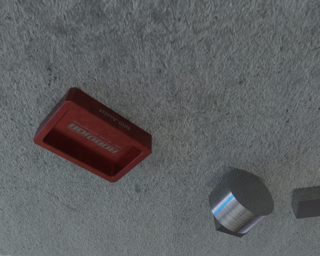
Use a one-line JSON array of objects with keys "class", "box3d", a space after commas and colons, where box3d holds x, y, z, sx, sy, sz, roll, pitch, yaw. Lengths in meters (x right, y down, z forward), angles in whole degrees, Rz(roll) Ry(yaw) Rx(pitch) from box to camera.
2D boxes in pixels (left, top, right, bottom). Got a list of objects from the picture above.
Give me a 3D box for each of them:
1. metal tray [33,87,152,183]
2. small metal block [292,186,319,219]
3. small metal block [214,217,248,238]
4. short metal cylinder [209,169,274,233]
[{"class": "metal tray", "box3d": [-0.087, 0.015, 0.415, 0.130, 0.030, 0.090, 34, 122, -26]}, {"class": "small metal block", "box3d": [0.251, 0.124, 0.515, 0.050, 0.025, 0.050, -9, 130, 7]}, {"class": "small metal block", "box3d": [0.118, 0.149, 0.519, 0.050, 0.050, 0.025, 22, 127, -18]}, {"class": "short metal cylinder", "box3d": [0.121, 0.109, 0.465, 0.080, 0.080, 0.050, 20, 127, -17]}]
